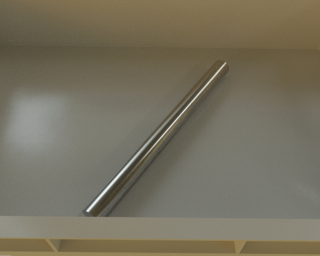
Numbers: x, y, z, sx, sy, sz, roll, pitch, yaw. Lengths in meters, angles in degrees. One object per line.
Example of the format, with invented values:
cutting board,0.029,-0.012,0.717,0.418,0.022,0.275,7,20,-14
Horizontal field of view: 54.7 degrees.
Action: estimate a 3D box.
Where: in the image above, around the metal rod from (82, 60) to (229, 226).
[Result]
metal rod,0.013,-0.001,0.405,0.025,0.025,0.301,28,55,21
